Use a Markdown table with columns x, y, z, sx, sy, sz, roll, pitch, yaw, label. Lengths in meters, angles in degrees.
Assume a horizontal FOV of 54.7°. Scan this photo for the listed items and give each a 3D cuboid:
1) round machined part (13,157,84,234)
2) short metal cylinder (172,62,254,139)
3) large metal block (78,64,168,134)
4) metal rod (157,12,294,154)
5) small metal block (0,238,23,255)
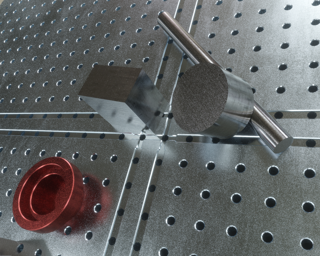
| x | y | z | sx | sy | sz | roll | pitch | yaw | label |
| --- | --- | --- | --- | --- | --- | --- | --- | --- | --- |
| -0.143 | 0.091 | 0.414 | 0.098 | 0.042 | 0.098 | -13 | 56 | 20 | round machined part |
| 0.060 | -0.030 | 0.359 | 0.080 | 0.050 | 0.080 | -15 | 69 | 44 | short metal cylinder |
| -0.048 | -0.039 | 0.420 | 0.080 | 0.080 | 0.050 | 11 | 68 | 32 | large metal block |
| 0.069 | -0.081 | 0.420 | 0.025 | 0.025 | 0.300 | -35 | 51 | 4 | metal rod |
| -0.203 | 0.167 | 0.394 | 0.025 | 0.050 | 0.050 | -47 | 52 | -5 | small metal block |
